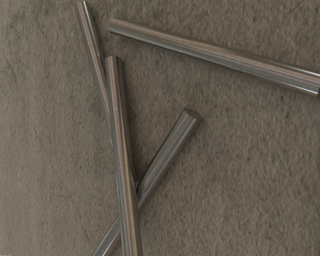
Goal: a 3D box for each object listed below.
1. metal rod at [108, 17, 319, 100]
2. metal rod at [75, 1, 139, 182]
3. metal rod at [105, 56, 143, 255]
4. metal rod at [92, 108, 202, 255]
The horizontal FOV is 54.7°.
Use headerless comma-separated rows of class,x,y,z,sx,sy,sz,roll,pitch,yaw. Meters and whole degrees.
metal rod,0.041,-0.094,0.369,0.300,0.025,0.025,28,107,36
metal rod,-0.084,-0.060,0.471,0.025,0.025,0.299,-27,73,36
metal rod,-0.050,0.041,0.418,0.025,0.025,0.299,-21,69,38
metal rod,-0.032,0.100,0.428,0.025,0.025,0.298,46,117,30
